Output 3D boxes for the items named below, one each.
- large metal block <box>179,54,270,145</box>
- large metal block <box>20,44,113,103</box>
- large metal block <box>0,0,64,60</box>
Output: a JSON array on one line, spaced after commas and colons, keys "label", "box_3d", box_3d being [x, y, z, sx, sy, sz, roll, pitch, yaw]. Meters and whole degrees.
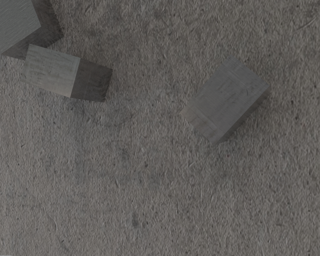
[{"label": "large metal block", "box_3d": [0.077, -0.029, 0.352, 0.050, 0.080, 0.080, 44, 104, 14]}, {"label": "large metal block", "box_3d": [-0.124, -0.073, 0.424, 0.080, 0.080, 0.050, 19, 96, 19]}, {"label": "large metal block", "box_3d": [-0.205, -0.160, 0.468, 0.080, 0.050, 0.080, -25, 82, 18]}]
